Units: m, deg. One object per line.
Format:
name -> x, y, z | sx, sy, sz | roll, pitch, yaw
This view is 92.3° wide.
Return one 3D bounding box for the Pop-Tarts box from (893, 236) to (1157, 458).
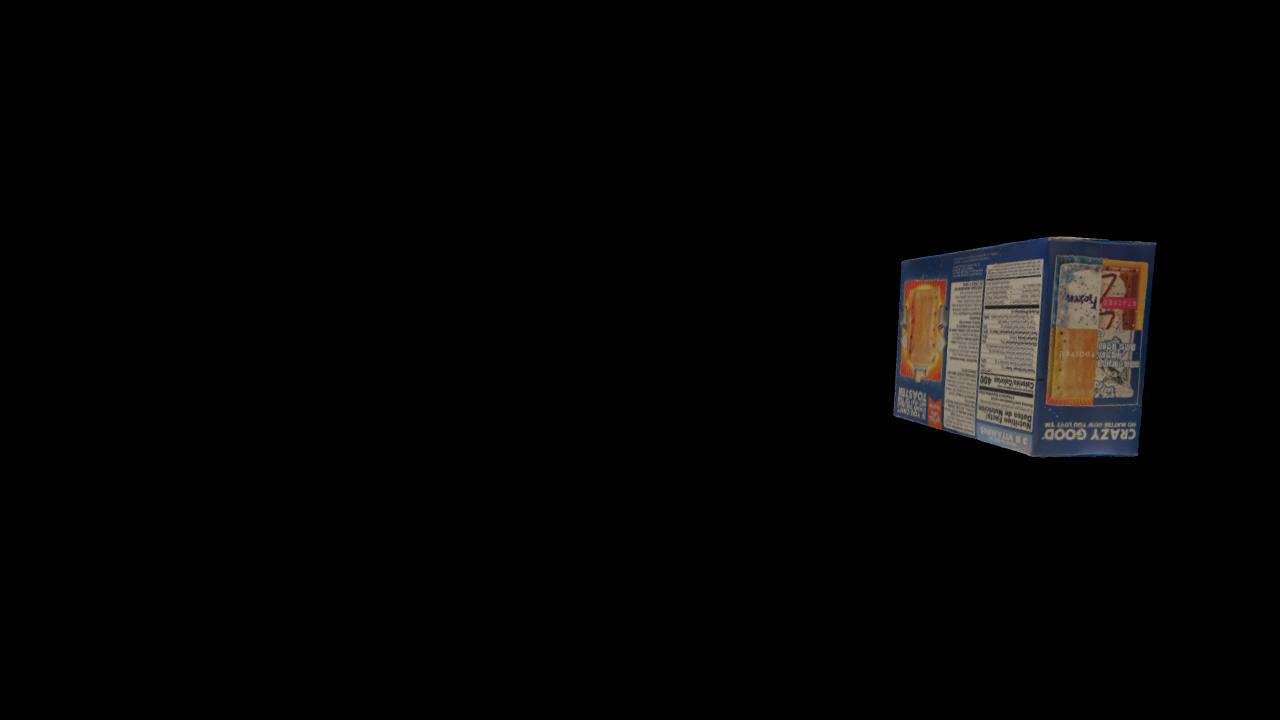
Pop-Tarts box -> 0.277, -0.012, 0.469 | 0.083, 0.141, 0.167 | 1, 4, -7
